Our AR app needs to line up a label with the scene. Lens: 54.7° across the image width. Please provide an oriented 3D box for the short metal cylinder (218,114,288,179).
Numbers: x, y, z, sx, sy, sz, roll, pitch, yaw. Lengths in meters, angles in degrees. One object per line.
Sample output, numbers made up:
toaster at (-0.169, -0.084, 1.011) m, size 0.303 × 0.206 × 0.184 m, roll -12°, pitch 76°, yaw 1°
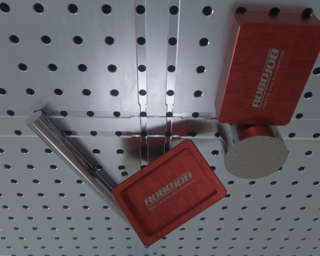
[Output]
short metal cylinder at (0.123, 0.024, 0.417) m, size 0.081 × 0.050 × 0.079 m, roll 0°, pitch 130°, yaw 0°

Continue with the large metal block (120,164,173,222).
large metal block at (-0.013, 0.107, 0.487) m, size 0.080 × 0.050 × 0.080 m, roll -10°, pitch 130°, yaw 8°

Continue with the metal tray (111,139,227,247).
metal tray at (0.012, 0.086, 0.422) m, size 0.130 × 0.030 × 0.090 m, roll -35°, pitch 81°, yaw 4°

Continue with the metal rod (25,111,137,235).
metal rod at (-0.097, 0.088, 0.485) m, size 0.025 × 0.025 × 0.299 m, roll -21°, pitch 128°, yaw 16°

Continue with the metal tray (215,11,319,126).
metal tray at (0.120, -0.062, 0.357) m, size 0.091 × 0.030 × 0.129 m, roll 2°, pitch 130°, yaw -3°
